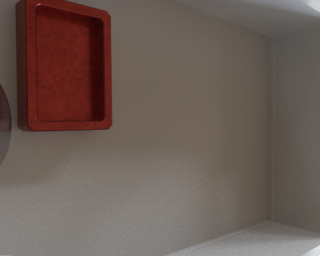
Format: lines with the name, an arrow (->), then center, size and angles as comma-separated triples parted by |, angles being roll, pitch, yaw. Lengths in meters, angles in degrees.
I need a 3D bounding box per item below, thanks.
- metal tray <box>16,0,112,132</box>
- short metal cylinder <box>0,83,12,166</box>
metal tray -> -0.097, -0.062, 0.322 | 0.091, 0.030, 0.129 | -1, 91, -40
short metal cylinder -> -0.156, -0.003, 0.232 | 0.050, 0.080, 0.079 | -1, 91, 1
